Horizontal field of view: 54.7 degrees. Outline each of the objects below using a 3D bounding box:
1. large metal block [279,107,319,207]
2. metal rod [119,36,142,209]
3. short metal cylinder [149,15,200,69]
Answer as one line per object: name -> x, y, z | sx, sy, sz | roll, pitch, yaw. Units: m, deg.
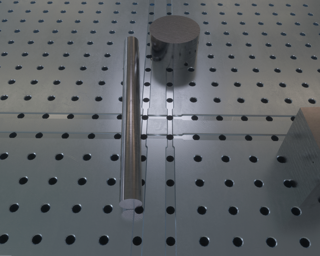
large metal block -> 0.181, 0.032, 0.346 | 0.050, 0.080, 0.080 | -2, 50, -2
metal rod -> -0.040, -0.032, 0.433 | 0.025, 0.025, 0.300 | -2, 50, -2
short metal cylinder -> 0.024, -0.142, 0.511 | 0.081, 0.050, 0.080 | 0, 50, 0
